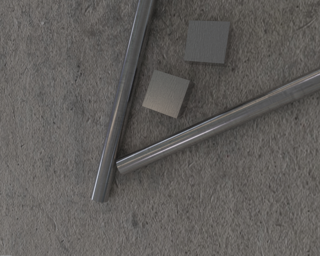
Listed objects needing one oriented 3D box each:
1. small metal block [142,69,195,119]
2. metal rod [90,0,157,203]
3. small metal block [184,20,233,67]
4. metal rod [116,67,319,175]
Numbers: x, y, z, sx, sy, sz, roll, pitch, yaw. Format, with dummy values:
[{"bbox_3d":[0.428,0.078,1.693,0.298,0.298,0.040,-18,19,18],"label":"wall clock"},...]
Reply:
[{"bbox_3d":[0.011,-0.044,0.405,0.050,0.025,0.050,21,97,18],"label":"small metal block"},{"bbox_3d":[-0.049,-0.043,0.426,0.025,0.025,0.298,16,95,19],"label":"metal rod"},{"bbox_3d":[0.061,-0.105,0.388,0.050,0.025,0.050,9,93,19],"label":"small metal block"},{"bbox_3d":[0.077,-0.007,0.381,0.300,0.025,0.025,-25,82,18],"label":"metal rod"}]
